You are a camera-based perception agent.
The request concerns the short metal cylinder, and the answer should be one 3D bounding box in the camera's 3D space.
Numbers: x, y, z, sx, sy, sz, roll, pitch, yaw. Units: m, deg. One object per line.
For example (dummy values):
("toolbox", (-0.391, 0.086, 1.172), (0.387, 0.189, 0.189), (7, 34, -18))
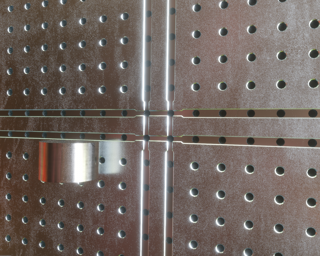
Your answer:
("short metal cylinder", (-0.124, 0.043, 0.428), (0.080, 0.080, 0.050), (1, 91, 20))
